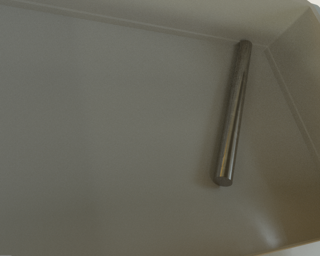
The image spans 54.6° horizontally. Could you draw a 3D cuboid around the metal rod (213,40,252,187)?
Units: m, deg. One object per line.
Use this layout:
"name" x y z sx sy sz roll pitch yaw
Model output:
"metal rod" 0.122 -0.043 0.496 0.025 0.025 0.300 28 52 -11
